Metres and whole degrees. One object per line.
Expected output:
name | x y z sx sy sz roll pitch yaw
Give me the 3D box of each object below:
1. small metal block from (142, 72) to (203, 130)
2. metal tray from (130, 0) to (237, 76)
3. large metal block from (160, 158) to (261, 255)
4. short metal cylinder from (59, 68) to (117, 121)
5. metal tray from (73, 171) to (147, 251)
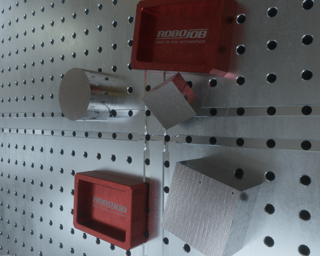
small metal block | 0.015 -0.032 0.380 0.050 0.025 0.050 -27 108 36
metal tray | 0.023 -0.114 0.384 0.130 0.030 0.089 12 97 39
large metal block | 0.055 0.087 0.346 0.080 0.050 0.079 21 103 37
short metal cylinder | -0.113 -0.051 0.484 0.080 0.050 0.079 0 90 39
metal tray | -0.079 0.119 0.468 0.130 0.030 0.089 4 93 39
